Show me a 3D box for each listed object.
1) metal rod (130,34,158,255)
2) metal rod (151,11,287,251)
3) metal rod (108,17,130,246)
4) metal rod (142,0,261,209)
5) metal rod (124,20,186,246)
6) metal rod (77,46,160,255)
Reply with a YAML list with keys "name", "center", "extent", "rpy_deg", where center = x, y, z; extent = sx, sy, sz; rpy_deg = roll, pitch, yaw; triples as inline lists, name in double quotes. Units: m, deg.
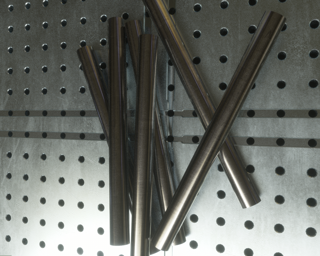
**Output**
- name: "metal rod"
  center: [-0.020, 0.034, 0.392]
  extent: [0.025, 0.025, 0.298]
  rpy_deg: [3, 91, 20]
- name: "metal rod"
  center: [0.064, 0.011, 0.362]
  extent: [0.025, 0.025, 0.299]
  rpy_deg: [28, 99, 18]
- name: "metal rod"
  center: [-0.056, -0.002, 0.412]
  extent: [0.025, 0.025, 0.299]
  rpy_deg: [-5, 80, 20]
- name: "metal rod"
  center: [0.049, -0.043, 0.395]
  extent: [0.025, 0.025, 0.299]
  rpy_deg: [-27, 81, 18]
- name: "metal rod"
  center: [-0.007, 0.003, 0.415]
  extent: [0.025, 0.025, 0.299]
  rpy_deg: [-13, 86, 19]
- name: "metal rod"
  center: [-0.059, 0.026, 0.433]
  extent: [0.025, 0.025, 0.299]
  rpy_deg: [-22, 83, 19]
